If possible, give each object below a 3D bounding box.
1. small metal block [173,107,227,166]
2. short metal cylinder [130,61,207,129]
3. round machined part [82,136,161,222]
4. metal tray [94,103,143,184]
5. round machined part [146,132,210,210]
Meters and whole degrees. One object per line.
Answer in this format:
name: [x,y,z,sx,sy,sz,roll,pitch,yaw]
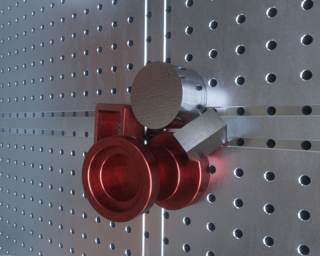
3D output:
small metal block: [0.046,0.011,0.341,0.050,0.050,0.025,-34,64,-4]
short metal cylinder: [0.010,-0.039,0.383,0.080,0.050,0.079,0,90,39]
round machined part: [-0.042,0.058,0.368,0.098,0.042,0.097,1,92,29]
metal tray: [-0.063,0.031,0.441,0.090,0.030,0.129,8,95,54]
round machined part: [0.009,0.054,0.388,0.098,0.042,0.097,0,90,39]
